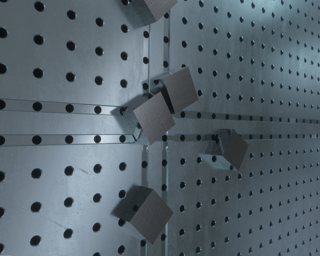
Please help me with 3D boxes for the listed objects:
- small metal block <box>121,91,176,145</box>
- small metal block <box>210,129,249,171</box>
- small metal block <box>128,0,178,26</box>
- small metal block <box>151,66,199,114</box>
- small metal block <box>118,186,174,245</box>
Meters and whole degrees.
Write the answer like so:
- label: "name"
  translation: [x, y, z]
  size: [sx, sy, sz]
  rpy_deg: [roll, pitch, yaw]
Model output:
- label: "small metal block"
  translation: [-0.014, -0.013, 0.400]
  size: [0.050, 0.025, 0.050]
  rpy_deg: [-39, 114, -33]
- label: "small metal block"
  translation: [0.115, 0.036, 0.508]
  size: [0.050, 0.025, 0.050]
  rpy_deg: [41, 65, -33]
- label: "small metal block"
  translation: [-0.011, -0.170, 0.401]
  size: [0.050, 0.025, 0.050]
  rpy_deg: [-51, 120, -28]
- label: "small metal block"
  translation: [0.022, -0.052, 0.429]
  size: [0.050, 0.025, 0.050]
  rpy_deg: [-32, 110, -36]
- label: "small metal block"
  translation: [-0.017, 0.112, 0.397]
  size: [0.050, 0.025, 0.050]
  rpy_deg: [-52, 121, -28]
